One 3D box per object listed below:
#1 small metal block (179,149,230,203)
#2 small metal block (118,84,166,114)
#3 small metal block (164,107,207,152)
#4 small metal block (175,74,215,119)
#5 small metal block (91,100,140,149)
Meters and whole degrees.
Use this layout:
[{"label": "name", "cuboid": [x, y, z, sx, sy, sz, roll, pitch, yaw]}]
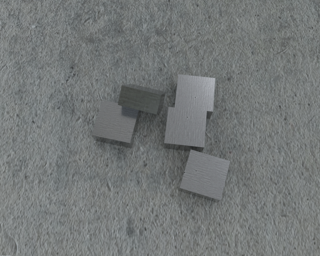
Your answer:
[{"label": "small metal block", "cuboid": [0.055, 0.060, 0.386, 0.050, 0.025, 0.050, 16, 71, 6]}, {"label": "small metal block", "cuboid": [-0.022, -0.039, 0.406, 0.050, 0.050, 0.025, 14, 102, 5]}, {"label": "small metal block", "cuboid": [0.033, 0.002, 0.407, 0.050, 0.025, 0.050, 6, 70, 2]}, {"label": "small metal block", "cuboid": [0.047, -0.043, 0.424, 0.050, 0.025, 0.050, 6, 70, 2]}, {"label": "small metal block", "cuboid": [-0.057, -0.005, 0.409, 0.050, 0.025, 0.050, 12, 70, 4]}]
